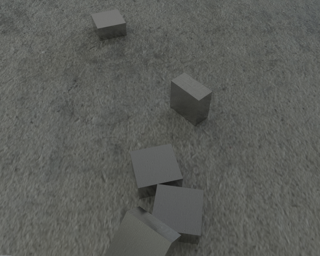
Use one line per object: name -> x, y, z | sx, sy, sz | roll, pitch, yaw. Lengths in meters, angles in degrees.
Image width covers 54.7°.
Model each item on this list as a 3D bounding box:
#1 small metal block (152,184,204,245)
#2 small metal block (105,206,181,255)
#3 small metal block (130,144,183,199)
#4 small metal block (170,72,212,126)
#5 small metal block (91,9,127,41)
small metal block -> 0.018, 0.091, 0.327 | 0.050, 0.025, 0.050 | 7, 50, 5
small metal block -> -0.016, 0.111, 0.292 | 0.050, 0.025, 0.050 | 29, 98, 22
small metal block -> -0.005, 0.050, 0.362 | 0.050, 0.025, 0.050 | -10, 51, -9
small metal block -> 0.041, -0.039, 0.420 | 0.025, 0.050, 0.050 | -35, 59, -26
small metal block -> -0.092, -0.186, 0.559 | 0.050, 0.025, 0.050 | -17, 52, -14
